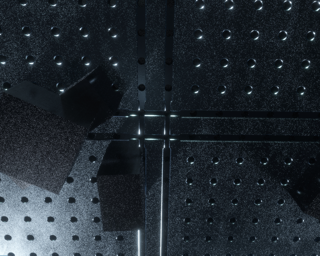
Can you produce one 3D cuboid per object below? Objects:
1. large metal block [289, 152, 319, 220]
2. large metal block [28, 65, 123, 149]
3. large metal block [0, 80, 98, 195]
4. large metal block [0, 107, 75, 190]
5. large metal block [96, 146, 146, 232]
[{"bbox_3d":[0.248,0.090,0.437,0.080,0.050,0.080,26,108,-10],"label":"large metal block"},{"bbox_3d":[-0.097,-0.026,0.373,0.080,0.080,0.050,-32,107,11],"label":"large metal block"},{"bbox_3d":[-0.121,0.009,0.316,0.080,0.050,0.080,25,108,-9],"label":"large metal block"},{"bbox_3d":[-0.166,0.022,0.393,0.080,0.050,0.080,-29,109,30],"label":"large metal block"},{"bbox_3d":[-0.048,0.078,0.412,0.050,0.080,0.079,-2,110,0],"label":"large metal block"}]
